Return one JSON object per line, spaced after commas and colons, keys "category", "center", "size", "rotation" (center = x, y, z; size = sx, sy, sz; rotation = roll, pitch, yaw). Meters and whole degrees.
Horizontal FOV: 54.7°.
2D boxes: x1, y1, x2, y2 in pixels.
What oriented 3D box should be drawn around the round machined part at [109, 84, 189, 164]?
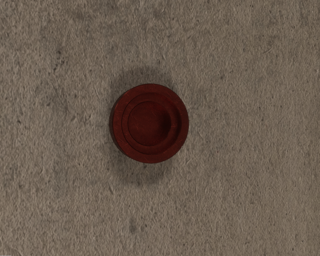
{"category": "round machined part", "center": [-0.016, -0.005, 0.395], "size": [0.099, 0.042, 0.097], "rotation": [0, 90, -21]}
